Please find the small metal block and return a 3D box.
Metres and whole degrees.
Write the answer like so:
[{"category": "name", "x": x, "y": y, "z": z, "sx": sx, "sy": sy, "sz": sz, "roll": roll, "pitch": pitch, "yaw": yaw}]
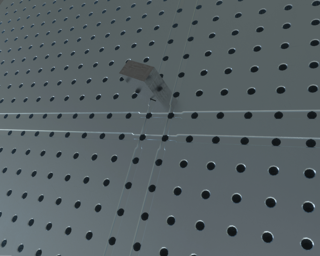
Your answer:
[{"category": "small metal block", "x": -0.022, "y": -0.068, "z": 0.444, "sx": 0.050, "sy": 0.050, "sz": 0.025, "roll": 24, "pitch": 75, "yaw": 36}]
